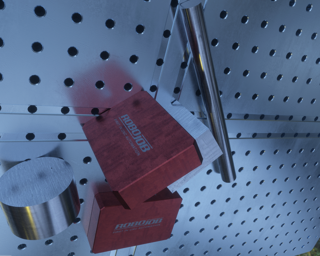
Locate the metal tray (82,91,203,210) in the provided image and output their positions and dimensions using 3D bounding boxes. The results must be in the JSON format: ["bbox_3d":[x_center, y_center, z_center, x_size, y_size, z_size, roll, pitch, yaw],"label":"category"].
[{"bbox_3d":[-0.025,0.016,0.339,0.090,0.130,0.030,-31,129,-8],"label":"metal tray"}]

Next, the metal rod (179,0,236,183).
[{"bbox_3d":[0.075,-0.027,0.435,0.025,0.025,0.299,-29,128,-10],"label":"metal rod"}]

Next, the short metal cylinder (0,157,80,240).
[{"bbox_3d":[-0.135,0.077,0.350,0.081,0.080,0.050,-14,125,-21],"label":"short metal cylinder"}]

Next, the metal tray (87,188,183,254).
[{"bbox_3d":[-0.038,0.138,0.473,0.131,0.030,0.089,0,118,-29],"label":"metal tray"}]

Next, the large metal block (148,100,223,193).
[{"bbox_3d":[0.019,0.022,0.399,0.080,0.080,0.050,-38,129,-3],"label":"large metal block"}]
